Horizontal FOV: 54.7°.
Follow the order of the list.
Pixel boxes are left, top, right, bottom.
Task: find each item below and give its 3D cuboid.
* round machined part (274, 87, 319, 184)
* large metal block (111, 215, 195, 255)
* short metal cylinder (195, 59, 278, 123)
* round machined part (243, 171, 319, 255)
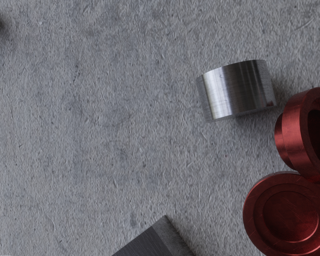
[{"bbox_3d":[0.159,0.010,0.325,0.042,0.099,0.097,-21,81,56],"label":"round machined part"},{"bbox_3d":[-0.007,0.173,0.397,0.080,0.050,0.080,-41,78,15],"label":"large metal block"},{"bbox_3d":[0.085,-0.039,0.349,0.080,0.080,0.050,-14,85,19],"label":"short metal cylinder"},{"bbox_3d":[0.146,0.097,0.349,0.098,0.042,0.097,0,90,19],"label":"round machined part"}]
